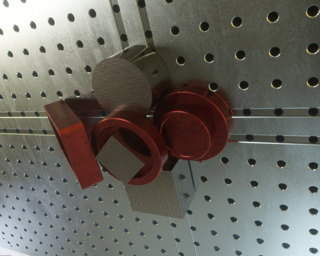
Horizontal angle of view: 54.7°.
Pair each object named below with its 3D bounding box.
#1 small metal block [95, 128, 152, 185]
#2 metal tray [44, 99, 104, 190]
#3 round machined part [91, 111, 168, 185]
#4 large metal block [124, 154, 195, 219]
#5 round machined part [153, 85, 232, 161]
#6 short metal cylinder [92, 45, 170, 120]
[{"bbox_3d":[-0.043,0.033,0.375,0.050,0.025,0.050,41,129,0],"label":"small metal block"},{"bbox_3d":[-0.125,0.019,0.439,0.130,0.030,0.089,33,142,57],"label":"metal tray"},{"bbox_3d":[-0.035,0.021,0.394,0.098,0.042,0.097,13,124,21],"label":"round machined part"},{"bbox_3d":[-0.003,0.076,0.440,0.080,0.050,0.080,1,119,28],"label":"large metal block"},{"bbox_3d":[0.035,0.001,0.381,0.098,0.042,0.097,13,124,21],"label":"round machined part"},{"bbox_3d":[-0.035,-0.055,0.379,0.080,0.050,0.079,13,124,21],"label":"short metal cylinder"}]
